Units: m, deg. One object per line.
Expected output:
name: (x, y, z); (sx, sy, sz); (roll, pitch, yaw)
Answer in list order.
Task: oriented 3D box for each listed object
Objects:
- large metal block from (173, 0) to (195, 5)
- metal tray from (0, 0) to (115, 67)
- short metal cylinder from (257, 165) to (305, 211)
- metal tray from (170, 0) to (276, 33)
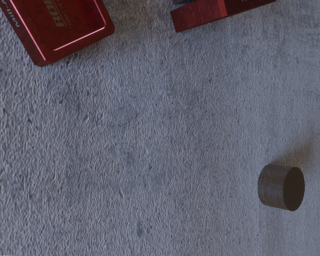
large metal block: (0.055, -0.223, 0.434); (0.081, 0.050, 0.080); (-22, 104, -38)
metal tray: (-0.112, -0.138, 0.306); (0.091, 0.030, 0.129); (-39, 114, -33)
short metal cylinder: (0.227, 0.110, 0.579); (0.081, 0.050, 0.080); (0, 90, -40)
metal tray: (0.090, -0.171, 0.437); (0.131, 0.090, 0.030); (-29, 109, -36)
